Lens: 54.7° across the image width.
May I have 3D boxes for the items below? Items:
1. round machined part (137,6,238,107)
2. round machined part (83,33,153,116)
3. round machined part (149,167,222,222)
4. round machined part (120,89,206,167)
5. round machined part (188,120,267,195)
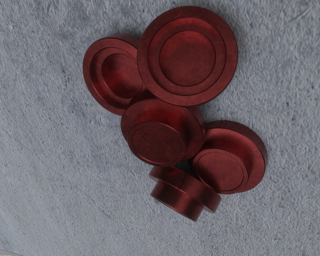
[{"bbox_3d":[0.029,-0.070,0.320,0.098,0.042,0.097,0,92,10],"label":"round machined part"},{"bbox_3d":[-0.041,-0.066,0.376,0.098,0.042,0.097,13,124,20],"label":"round machined part"},{"bbox_3d":[0.027,0.087,0.403,0.098,0.042,0.098,29,167,8],"label":"round machined part"},{"bbox_3d":[0.001,0.007,0.357,0.098,0.042,0.097,9,131,10],"label":"round machined part"},{"bbox_3d":[0.078,0.042,0.381,0.098,0.042,0.097,13,124,20],"label":"round machined part"}]
